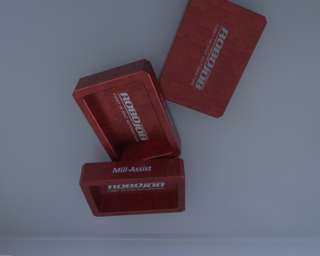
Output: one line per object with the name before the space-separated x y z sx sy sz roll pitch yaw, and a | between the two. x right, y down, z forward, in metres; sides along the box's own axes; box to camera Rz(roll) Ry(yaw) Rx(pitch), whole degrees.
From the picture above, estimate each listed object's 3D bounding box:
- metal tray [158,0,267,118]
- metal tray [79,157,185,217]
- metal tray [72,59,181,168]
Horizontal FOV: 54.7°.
metal tray | 0.058 -0.087 0.377 0.090 0.030 0.129 20 109 -8
metal tray | -0.032 0.082 0.418 0.131 0.030 0.089 -4 137 1
metal tray | -0.035 -0.011 0.379 0.090 0.030 0.129 -14 126 12
